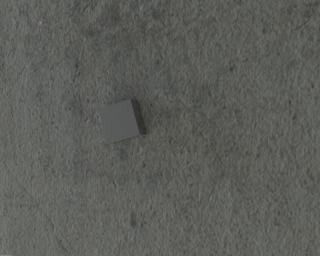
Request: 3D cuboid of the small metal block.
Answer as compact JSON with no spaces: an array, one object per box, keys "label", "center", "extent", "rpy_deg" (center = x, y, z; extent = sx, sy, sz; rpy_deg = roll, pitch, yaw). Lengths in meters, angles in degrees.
[{"label":"small metal block","center":[-0.051,-0.008,0.426],"extent":[0.050,0.025,0.050],"rpy_deg":[-17,85,19]}]
